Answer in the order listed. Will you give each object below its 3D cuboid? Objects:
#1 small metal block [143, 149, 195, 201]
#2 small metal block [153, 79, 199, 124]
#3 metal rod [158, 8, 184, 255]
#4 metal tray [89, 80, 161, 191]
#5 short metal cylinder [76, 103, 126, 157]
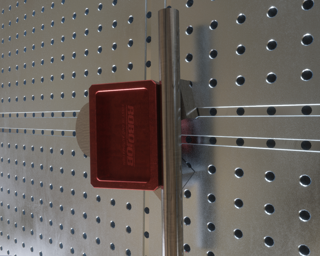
[{"bbox_3d":[0.008,0.059,0.400,0.050,0.025,0.050,46,117,29],"label":"small metal block"},{"bbox_3d":[0.016,-0.029,0.394,0.050,0.025,0.050,-19,78,38],"label":"small metal block"},{"bbox_3d":[0.013,0.012,0.364,0.025,0.025,0.298,-2,89,39],"label":"metal rod"},{"bbox_3d":[-0.041,0.009,0.386,0.090,0.030,0.129,-1,89,20],"label":"metal tray"},{"bbox_3d":[-0.079,0.002,0.454,0.080,0.050,0.079,0,90,39],"label":"short metal cylinder"}]
